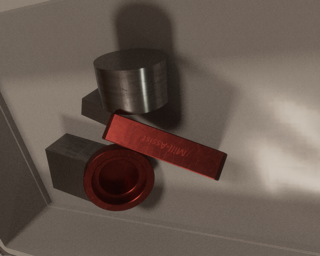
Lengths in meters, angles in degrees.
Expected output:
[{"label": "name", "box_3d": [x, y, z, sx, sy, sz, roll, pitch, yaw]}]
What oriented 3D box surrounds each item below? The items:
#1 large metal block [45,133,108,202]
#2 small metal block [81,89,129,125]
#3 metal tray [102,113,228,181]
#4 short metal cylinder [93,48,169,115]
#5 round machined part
[{"label": "large metal block", "box_3d": [-0.128, 0.063, 0.497, 0.080, 0.050, 0.079, 14, 124, 19]}, {"label": "small metal block", "box_3d": [-0.067, -0.030, 0.408, 0.050, 0.050, 0.025, 23, 127, 14]}, {"label": "metal tray", "box_3d": [0.006, 0.024, 0.366, 0.131, 0.090, 0.030, 20, 84, 4]}, {"label": "short metal cylinder", "box_3d": [-0.031, -0.055, 0.354, 0.080, 0.080, 0.050, 9, 122, 23]}, {"label": "round machined part", "box_3d": [-0.060, 0.067, 0.448, 0.099, 0.042, 0.097, -4, 109, -12]}]
